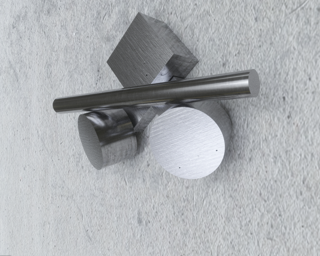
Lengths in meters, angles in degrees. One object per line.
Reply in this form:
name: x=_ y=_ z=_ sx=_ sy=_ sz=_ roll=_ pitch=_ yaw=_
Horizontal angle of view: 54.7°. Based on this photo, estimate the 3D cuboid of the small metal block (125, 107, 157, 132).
small metal block: x=-0.031 y=-0.030 z=0.432 sx=0.050 sy=0.025 sz=0.050 roll=-50 pitch=61 yaw=27

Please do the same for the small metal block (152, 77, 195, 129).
small metal block: x=0.024 y=-0.027 z=0.386 sx=0.050 sy=0.025 sz=0.050 roll=-51 pitch=61 yaw=28

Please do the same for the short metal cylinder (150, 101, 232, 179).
short metal cylinder: x=0.035 y=0.009 z=0.343 sx=0.080 sy=0.050 sz=0.079 roll=7 pitch=110 yaw=19

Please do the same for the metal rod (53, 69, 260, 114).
metal rod: x=-0.033 y=-0.036 z=0.366 sx=0.300 sy=0.025 sz=0.025 roll=-1 pitch=89 yaw=40

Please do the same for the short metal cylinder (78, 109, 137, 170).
short metal cylinder: x=-0.075 y=0.012 z=0.433 sx=0.080 sy=0.050 sz=0.079 roll=35 pitch=135 yaw=45

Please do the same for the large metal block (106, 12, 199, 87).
large metal block: x=-0.012 y=-0.085 z=0.397 sx=0.080 sy=0.050 sz=0.080 roll=-50 pitch=61 yaw=28
